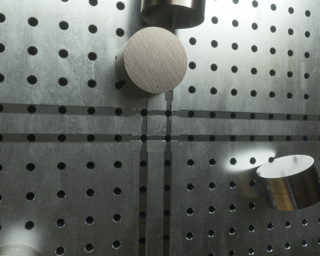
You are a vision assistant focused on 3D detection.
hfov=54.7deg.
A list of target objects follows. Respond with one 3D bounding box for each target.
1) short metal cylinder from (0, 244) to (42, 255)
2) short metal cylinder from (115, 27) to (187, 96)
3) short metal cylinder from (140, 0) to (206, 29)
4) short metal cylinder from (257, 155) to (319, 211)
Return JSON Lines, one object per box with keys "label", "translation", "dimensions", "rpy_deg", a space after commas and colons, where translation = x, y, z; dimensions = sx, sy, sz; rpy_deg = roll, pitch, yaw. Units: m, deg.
{"label": "short metal cylinder", "translation": [-0.166, 0.176, 0.338], "dimensions": [0.081, 0.050, 0.079], "rpy_deg": [0, 90, -20]}
{"label": "short metal cylinder", "translation": [-0.012, -0.081, 0.395], "dimensions": [0.081, 0.050, 0.079], "rpy_deg": [0, 90, -20]}
{"label": "short metal cylinder", "translation": [0.018, -0.163, 0.389], "dimensions": [0.081, 0.080, 0.050], "rpy_deg": [5, 89, -20]}
{"label": "short metal cylinder", "translation": [0.189, 0.078, 0.453], "dimensions": [0.081, 0.080, 0.050], "rpy_deg": [-22, 98, -19]}
